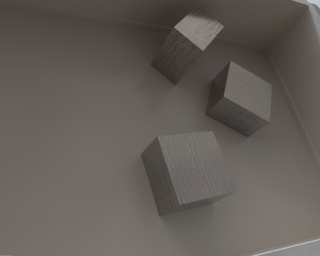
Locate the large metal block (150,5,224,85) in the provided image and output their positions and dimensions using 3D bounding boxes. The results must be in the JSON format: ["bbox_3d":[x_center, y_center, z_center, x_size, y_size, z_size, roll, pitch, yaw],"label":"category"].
[{"bbox_3d":[0.040,-0.124,0.468,0.050,0.080,0.080,39,51,-2],"label":"large metal block"}]

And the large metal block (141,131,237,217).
[{"bbox_3d":[0.033,0.053,0.375,0.081,0.050,0.080,-5,64,-30],"label":"large metal block"}]

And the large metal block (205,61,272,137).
[{"bbox_3d":[0.124,-0.045,0.483,0.080,0.050,0.080,27,52,-11],"label":"large metal block"}]
